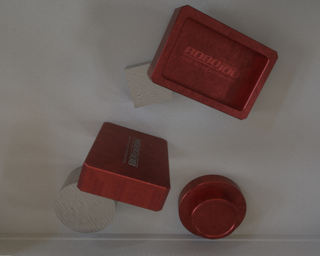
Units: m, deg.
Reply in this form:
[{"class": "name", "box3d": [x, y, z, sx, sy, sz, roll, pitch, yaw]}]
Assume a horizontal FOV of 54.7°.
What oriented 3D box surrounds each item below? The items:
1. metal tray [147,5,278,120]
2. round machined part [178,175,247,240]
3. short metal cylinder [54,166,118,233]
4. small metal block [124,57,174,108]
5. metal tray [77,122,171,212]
[{"class": "metal tray", "box3d": [0.062, -0.074, 0.366, 0.131, 0.030, 0.089, 21, 102, -17]}, {"class": "round machined part", "box3d": [0.076, 0.121, 0.448, 0.099, 0.042, 0.097, 0, 110, -1]}, {"class": "short metal cylinder", "box3d": [-0.099, 0.098, 0.433, 0.081, 0.050, 0.079, 0, 110, -1]}, {"class": "small metal block", "box3d": [-0.013, -0.057, 0.390, 0.050, 0.025, 0.050, -13, 110, 4]}, {"class": "metal tray", "box3d": [-0.037, 0.039, 0.369, 0.091, 0.130, 0.030, 17, 109, -7]}]
